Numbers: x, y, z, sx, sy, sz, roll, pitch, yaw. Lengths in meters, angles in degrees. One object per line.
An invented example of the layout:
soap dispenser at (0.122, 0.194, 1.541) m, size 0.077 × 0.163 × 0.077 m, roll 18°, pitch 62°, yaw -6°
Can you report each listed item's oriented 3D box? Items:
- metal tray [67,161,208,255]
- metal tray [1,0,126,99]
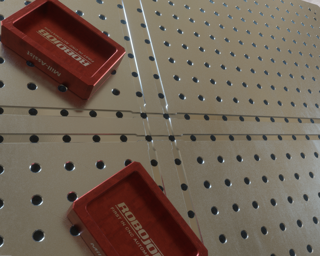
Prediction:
metal tray at (-0.022, 0.111, 0.325) m, size 0.091 × 0.030 × 0.130 m, roll -32°, pitch 80°, yaw -38°
metal tray at (-0.122, -0.108, 0.404) m, size 0.130 × 0.030 × 0.090 m, roll 35°, pitch 51°, yaw -5°
